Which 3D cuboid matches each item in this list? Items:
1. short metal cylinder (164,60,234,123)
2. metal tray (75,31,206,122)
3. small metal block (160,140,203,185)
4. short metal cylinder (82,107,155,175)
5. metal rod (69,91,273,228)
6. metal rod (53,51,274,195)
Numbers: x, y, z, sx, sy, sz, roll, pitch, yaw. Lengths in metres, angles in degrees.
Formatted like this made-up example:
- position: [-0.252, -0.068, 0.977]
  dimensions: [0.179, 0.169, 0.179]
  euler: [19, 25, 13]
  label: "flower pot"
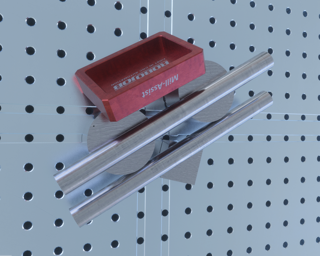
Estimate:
- position: [0.052, -0.047, 0.420]
  dimensions: [0.081, 0.050, 0.079]
  euler: [0, 90, -21]
  label: "short metal cylinder"
- position: [-0.023, -0.067, 0.369]
  dimensions: [0.131, 0.090, 0.030]
  euler: [-30, 132, -18]
  label: "metal tray"
- position: [0.026, 0.047, 0.422]
  dimensions: [0.050, 0.025, 0.050]
  euler: [16, 85, -20]
  label: "small metal block"
- position: [-0.052, 0.014, 0.381]
  dimensions: [0.081, 0.050, 0.079]
  euler: [0, 90, -21]
  label: "short metal cylinder"
- position: [0.028, 0.030, 0.396]
  dimensions: [0.302, 0.025, 0.025]
  euler: [-30, 100, -18]
  label: "metal rod"
- position: [0.019, -0.016, 0.366]
  dimensions: [0.302, 0.025, 0.025]
  euler: [-31, 101, -18]
  label: "metal rod"
